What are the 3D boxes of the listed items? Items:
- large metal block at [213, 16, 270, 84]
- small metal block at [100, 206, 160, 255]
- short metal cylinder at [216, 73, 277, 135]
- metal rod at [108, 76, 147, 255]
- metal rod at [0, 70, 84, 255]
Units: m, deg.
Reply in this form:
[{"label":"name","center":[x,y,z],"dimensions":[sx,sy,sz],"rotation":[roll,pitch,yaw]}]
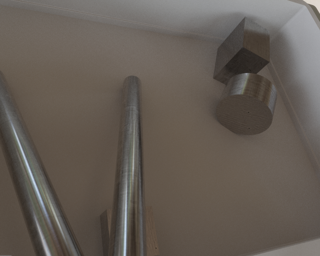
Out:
[{"label":"large metal block","center":[0.137,-0.124,0.522],"dimensions":[0.050,0.080,0.080],"rotation":[25,53,-14]},{"label":"small metal block","center":[-0.032,0.111,0.322],"dimensions":[0.050,0.025,0.050],"rotation":[3,60,-27]},{"label":"short metal cylinder","center":[0.130,-0.035,0.464],"dimensions":[0.080,0.080,0.050],"rotation":[33,51,-7]},{"label":"metal rod","center":[-0.029,0.020,0.300],"dimensions":[0.025,0.025,0.300],"rotation":[21,29,-17]},{"label":"metal rod","center":[-0.107,0.028,0.246],"dimensions":[0.025,0.025,0.300],"rotation":[-10,40,-33]}]
